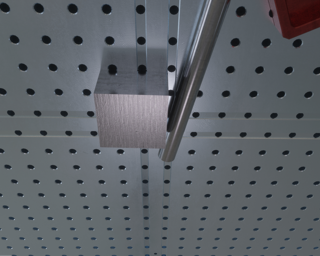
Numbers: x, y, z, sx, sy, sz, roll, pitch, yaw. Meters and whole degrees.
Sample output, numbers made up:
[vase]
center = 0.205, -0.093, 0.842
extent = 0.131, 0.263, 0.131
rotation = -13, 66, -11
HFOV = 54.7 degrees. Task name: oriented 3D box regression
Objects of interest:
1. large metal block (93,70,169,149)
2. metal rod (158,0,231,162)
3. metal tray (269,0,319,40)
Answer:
[large metal block]
center = -0.032, -0.022, 0.376
extent = 0.081, 0.050, 0.079
rotation = 1, 130, -2
[metal rod]
center = 0.041, -0.071, 0.351
extent = 0.025, 0.025, 0.298
rotation = 9, 130, -8
[metal tray]
center = 0.166, -0.149, 0.282
extent = 0.130, 0.030, 0.090
rotation = -20, 128, 16
